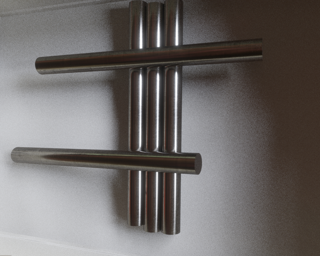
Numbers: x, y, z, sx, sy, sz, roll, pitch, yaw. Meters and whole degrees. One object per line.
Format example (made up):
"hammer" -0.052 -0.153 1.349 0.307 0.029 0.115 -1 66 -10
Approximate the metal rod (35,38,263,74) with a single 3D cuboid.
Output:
"metal rod" -0.028 -0.088 0.392 0.301 0.025 0.025 0 90 20

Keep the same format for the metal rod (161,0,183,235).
"metal rod" 0.016 -0.014 0.403 0.025 0.025 0.298 1 90 20

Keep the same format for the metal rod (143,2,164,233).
"metal rod" -0.008 -0.014 0.412 0.025 0.025 0.298 1 90 20

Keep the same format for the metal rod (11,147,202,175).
"metal rod" -0.090 0.042 0.422 0.300 0.025 0.025 0 90 27

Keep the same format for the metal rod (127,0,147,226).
"metal rod" -0.031 -0.019 0.421 0.025 0.025 0.298 1 90 20
